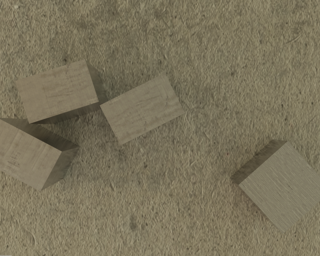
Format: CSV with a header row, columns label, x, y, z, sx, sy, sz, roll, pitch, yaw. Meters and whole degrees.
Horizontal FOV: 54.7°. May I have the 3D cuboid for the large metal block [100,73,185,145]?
label,x,y,z,sx,sy,sz,roll,pitch,yaw
large metal block,-0.019,-0.021,0.382,0.080,0.080,0.050,-27,90,0

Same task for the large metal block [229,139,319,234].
label,x,y,z,sx,sy,sz,roll,pitch,yaw
large metal block,0.151,0.072,0.399,0.080,0.050,0.080,-42,90,0

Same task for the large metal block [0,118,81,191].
label,x,y,z,sx,sy,sz,roll,pitch,yaw
large metal block,-0.156,0.029,0.381,0.080,0.080,0.050,28,90,0

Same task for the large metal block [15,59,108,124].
label,x,y,z,sx,sy,sz,roll,pitch,yaw
large metal block,-0.114,-0.041,0.381,0.080,0.080,0.050,-18,90,0
